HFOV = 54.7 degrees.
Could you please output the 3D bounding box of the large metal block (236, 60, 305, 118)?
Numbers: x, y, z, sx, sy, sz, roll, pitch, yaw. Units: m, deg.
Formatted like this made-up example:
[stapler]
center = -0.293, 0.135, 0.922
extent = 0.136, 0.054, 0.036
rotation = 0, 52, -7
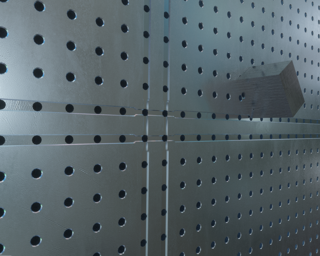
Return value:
[large metal block]
center = 0.191, -0.064, 0.537
extent = 0.050, 0.080, 0.080
rotation = -42, 116, -32
